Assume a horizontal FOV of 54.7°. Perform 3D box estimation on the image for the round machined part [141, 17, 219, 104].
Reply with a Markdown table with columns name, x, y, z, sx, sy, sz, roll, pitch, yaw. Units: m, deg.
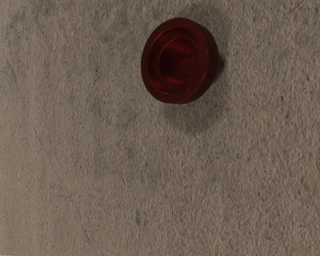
| name | x | y | z | sx | sy | sz | roll | pitch | yaw |
| --- | --- | --- | --- | --- | --- | --- | --- | --- | --- |
| round machined part | 0.027 | -0.077 | 0.370 | 0.098 | 0.042 | 0.097 | 0 | 90 | 39 |
